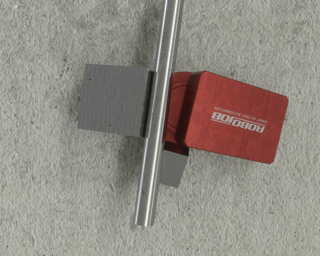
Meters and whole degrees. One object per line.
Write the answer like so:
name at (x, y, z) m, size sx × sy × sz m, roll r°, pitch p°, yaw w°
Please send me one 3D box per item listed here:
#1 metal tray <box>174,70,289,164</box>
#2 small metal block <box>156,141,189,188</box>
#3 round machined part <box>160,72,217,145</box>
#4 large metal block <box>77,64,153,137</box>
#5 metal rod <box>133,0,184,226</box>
metal tray at (0.091, -0.011, 0.387) m, size 0.131 × 0.030 × 0.089 m, roll 13°, pitch 91°, yaw -21°
small metal block at (0.007, 0.045, 0.401) m, size 0.050 × 0.025 × 0.050 m, roll 16°, pitch 116°, yaw 0°
round machined part at (0.031, -0.025, 0.403) m, size 0.099 × 0.042 × 0.097 m, roll 0°, pitch 90°, yaw 0°
large metal block at (-0.050, -0.033, 0.387) m, size 0.080 × 0.050 × 0.080 m, roll 7°, pitch 90°, yaw 18°
metal rod at (0.001, -0.036, 0.369) m, size 0.025 × 0.025 × 0.298 m, roll 8°, pitch 88°, yaw 0°
